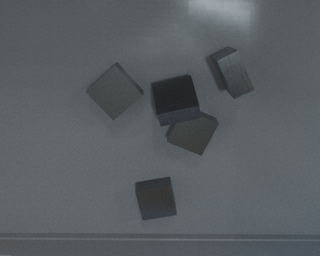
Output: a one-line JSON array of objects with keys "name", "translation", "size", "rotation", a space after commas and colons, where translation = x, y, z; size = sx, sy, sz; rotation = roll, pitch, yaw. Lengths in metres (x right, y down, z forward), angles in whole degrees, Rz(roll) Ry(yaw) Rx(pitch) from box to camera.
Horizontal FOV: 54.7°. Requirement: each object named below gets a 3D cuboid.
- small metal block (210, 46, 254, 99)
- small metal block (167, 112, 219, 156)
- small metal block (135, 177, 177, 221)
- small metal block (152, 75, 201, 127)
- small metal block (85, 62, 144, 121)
[{"name": "small metal block", "translation": [0.086, -0.068, 0.374], "size": [0.025, 0.050, 0.050], "rotation": [-26, 108, 9]}, {"name": "small metal block", "translation": [0.042, 0.002, 0.413], "size": [0.050, 0.025, 0.050], "rotation": [22, 108, -9]}, {"name": "small metal block", "translation": [-0.005, 0.102, 0.449], "size": [0.050, 0.025, 0.050], "rotation": [-10, 110, 3]}, {"name": "small metal block", "translation": [0.020, -0.034, 0.383], "size": [0.050, 0.050, 0.025], "rotation": [-13, 144, 4]}, {"name": "small metal block", "translation": [-0.057, -0.047, 0.393], "size": [0.050, 0.025, 0.050], "rotation": [-39, 106, 13]}]
